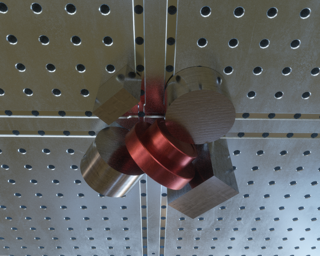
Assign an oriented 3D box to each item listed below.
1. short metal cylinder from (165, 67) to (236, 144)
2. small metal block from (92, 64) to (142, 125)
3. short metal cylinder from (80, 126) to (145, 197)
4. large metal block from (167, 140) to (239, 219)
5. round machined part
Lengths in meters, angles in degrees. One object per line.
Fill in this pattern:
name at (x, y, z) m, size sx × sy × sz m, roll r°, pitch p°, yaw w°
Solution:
short metal cylinder at (0.046, -0.026, 0.373) m, size 0.081 × 0.050 × 0.079 m, roll 0°, pitch 130°, yaw 0°
small metal block at (-0.049, -0.039, 0.361) m, size 0.050 × 0.050 × 0.025 m, roll -34°, pitch 122°, yaw 25°
short metal cylinder at (-0.058, 0.044, 0.412) m, size 0.080 × 0.080 × 0.050 m, roll 25°, pitch 126°, yaw -20°
large metal block at (0.056, 0.067, 0.434) m, size 0.050 × 0.080 × 0.080 m, roll 36°, pitch 121°, yaw -27°
round machined part at (0.008, 0.025, 0.386) m, size 0.098 × 0.098 × 0.042 m, roll 34°, pitch 110°, yaw -26°
